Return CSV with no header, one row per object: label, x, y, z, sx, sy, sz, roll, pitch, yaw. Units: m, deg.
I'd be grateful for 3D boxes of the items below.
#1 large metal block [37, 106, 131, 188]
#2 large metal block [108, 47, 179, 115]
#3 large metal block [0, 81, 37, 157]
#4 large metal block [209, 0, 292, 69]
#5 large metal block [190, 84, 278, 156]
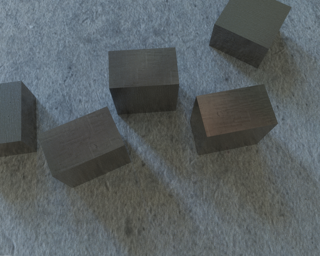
large metal block,-0.085,0.026,0.368,0.080,0.080,0.050,-24,72,-9
large metal block,-0.020,-0.058,0.400,0.081,0.080,0.050,-4,70,-2
large metal block,-0.208,-0.008,0.395,0.081,0.050,0.080,-8,70,-3
large metal block,0.129,-0.147,0.450,0.080,0.050,0.080,29,72,9
large metal block,0.085,-0.007,0.383,0.081,0.080,0.050,-11,71,-4
